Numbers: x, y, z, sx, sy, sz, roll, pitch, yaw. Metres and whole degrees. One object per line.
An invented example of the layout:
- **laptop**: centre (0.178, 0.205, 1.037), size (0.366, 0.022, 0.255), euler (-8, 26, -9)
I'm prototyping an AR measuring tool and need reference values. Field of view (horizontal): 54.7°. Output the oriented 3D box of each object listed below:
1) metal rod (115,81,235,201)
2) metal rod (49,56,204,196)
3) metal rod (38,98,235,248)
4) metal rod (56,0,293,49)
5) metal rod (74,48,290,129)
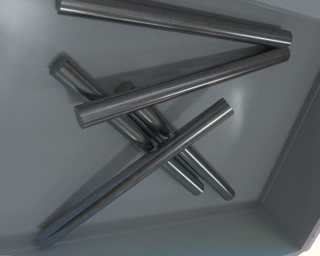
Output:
- **metal rod**: centre (0.040, 0.036, 0.454), size (0.025, 0.025, 0.300), euler (-44, 130, 2)
- **metal rod**: centre (-0.021, 0.018, 0.409), size (0.025, 0.025, 0.300), euler (-44, 130, 2)
- **metal rod**: centre (-0.035, 0.061, 0.401), size (0.300, 0.025, 0.025), euler (-37, 130, 6)
- **metal rod**: centre (0.040, -0.120, 0.357), size (0.303, 0.025, 0.025), euler (-1, 119, -28)
- **metal rod**: centre (0.046, -0.058, 0.378), size (0.302, 0.025, 0.025), euler (-20, 127, -24)
